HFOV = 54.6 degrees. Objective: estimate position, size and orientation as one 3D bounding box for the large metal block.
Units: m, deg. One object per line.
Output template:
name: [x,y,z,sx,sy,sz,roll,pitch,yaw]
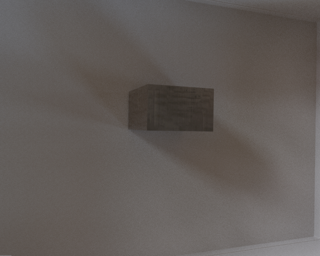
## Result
large metal block: [0.011,-0.022,0.382,0.081,0.080,0.050,1,90,-20]
